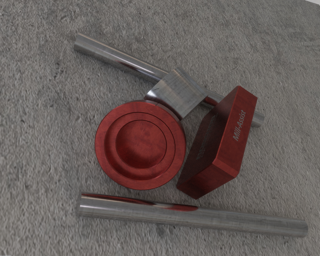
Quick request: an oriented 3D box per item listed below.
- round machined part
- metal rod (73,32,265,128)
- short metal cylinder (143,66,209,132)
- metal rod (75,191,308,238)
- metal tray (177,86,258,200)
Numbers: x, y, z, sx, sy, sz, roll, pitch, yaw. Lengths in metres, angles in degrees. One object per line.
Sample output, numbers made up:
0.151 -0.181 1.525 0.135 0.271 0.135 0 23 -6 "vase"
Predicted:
-0.019 0.016 0.349 0.098 0.098 0.042 39 13 -2 "round machined part"
0.024 -0.064 0.455 0.302 0.025 0.025 21 54 -16 "metal rod"
0.016 -0.032 0.397 0.050 0.080 0.080 46 51 3 "short metal cylinder"
0.055 0.107 0.367 0.302 0.025 0.025 12 57 -21 "metal rod"
0.072 0.017 0.390 0.030 0.090 0.130 33 52 -7 "metal tray"
